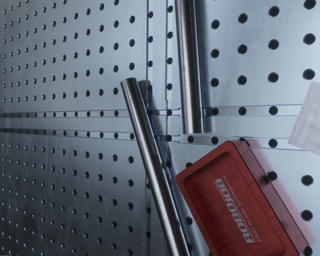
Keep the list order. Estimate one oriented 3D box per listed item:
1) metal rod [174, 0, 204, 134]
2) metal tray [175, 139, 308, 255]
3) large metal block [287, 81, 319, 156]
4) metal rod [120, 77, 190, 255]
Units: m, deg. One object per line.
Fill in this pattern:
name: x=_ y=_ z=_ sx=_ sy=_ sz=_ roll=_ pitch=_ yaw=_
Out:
metal rod: x=0.031 y=-0.142 z=0.383 sx=0.025 sy=0.025 sz=0.298 roll=-6 pitch=86 yaw=40
metal tray: x=0.082 y=0.089 z=0.338 sx=0.090 sy=0.030 sz=0.130 roll=-40 pitch=66 yaw=32
large metal block: x=0.160 y=0.002 z=0.241 sx=0.080 sy=0.081 sz=0.050 roll=26 pitch=106 yaw=37
metal rod: x=-0.002 y=0.072 z=0.411 sx=0.025 sy=0.025 sz=0.299 roll=-27 pitch=73 yaw=37
